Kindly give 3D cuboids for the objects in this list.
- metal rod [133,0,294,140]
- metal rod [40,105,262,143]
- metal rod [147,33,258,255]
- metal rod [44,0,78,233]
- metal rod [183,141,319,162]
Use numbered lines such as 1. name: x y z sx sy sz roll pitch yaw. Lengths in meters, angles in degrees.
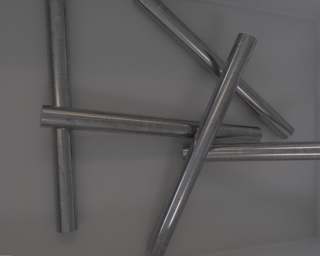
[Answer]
1. metal rod: 0.086 -0.082 0.441 0.301 0.025 0.025 39 78 -16
2. metal rod: 0.008 -0.001 0.398 0.302 0.025 0.025 5 89 -26
3. metal rod: 0.051 0.025 0.396 0.025 0.025 0.298 21 95 -19
4. metal rod: -0.117 -0.028 0.367 0.025 0.025 0.298 -3 91 -20
5. metal rod: 0.182 0.030 0.409 0.302 0.025 0.025 -2 91 6
